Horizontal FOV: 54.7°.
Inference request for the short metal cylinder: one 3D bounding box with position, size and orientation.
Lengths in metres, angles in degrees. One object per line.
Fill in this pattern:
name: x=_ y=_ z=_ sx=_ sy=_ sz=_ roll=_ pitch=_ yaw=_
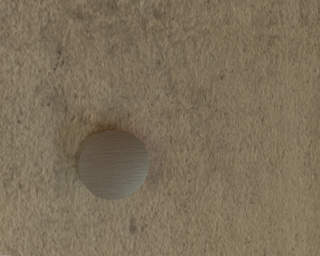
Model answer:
short metal cylinder: x=-0.059 y=0.042 z=0.375 sx=0.081 sy=0.050 sz=0.079 roll=0 pitch=90 yaw=-20
